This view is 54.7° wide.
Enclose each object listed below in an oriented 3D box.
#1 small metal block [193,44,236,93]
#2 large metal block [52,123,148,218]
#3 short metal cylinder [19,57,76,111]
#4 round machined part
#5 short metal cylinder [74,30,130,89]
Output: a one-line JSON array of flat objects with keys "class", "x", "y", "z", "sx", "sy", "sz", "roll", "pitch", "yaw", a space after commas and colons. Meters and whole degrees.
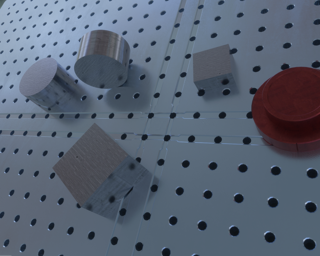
[{"class": "small metal block", "x": 0.073, "y": -0.081, "z": 0.420, "sx": 0.050, "sy": 0.025, "sz": 0.050, "roll": -11, "pitch": 57, "yaw": 22}, {"class": "large metal block", "x": -0.078, "y": 0.053, "z": 0.401, "sx": 0.080, "sy": 0.050, "sz": 0.080, "roll": -48, "pitch": 51, "yaw": -6}, {"class": "short metal cylinder", "x": -0.195, "y": -0.076, "z": 0.542, "sx": 0.080, "sy": 0.050, "sz": 0.080, "roll": -13, "pitch": 56, "yaw": 21}, {"class": "round machined part", "x": 0.149, "y": -0.027, "z": 0.336, "sx": 0.098, "sy": 0.042, "sz": 0.098, "roll": -13, "pitch": 56, "yaw": 21}, {"class": "short metal cylinder", "x": -0.089, "y": -0.105, "z": 0.484, "sx": 0.080, "sy": 0.080, "sz": 0.050, "roll": -11, "pitch": 57, "yaw": 22}]
